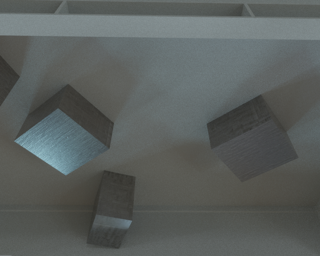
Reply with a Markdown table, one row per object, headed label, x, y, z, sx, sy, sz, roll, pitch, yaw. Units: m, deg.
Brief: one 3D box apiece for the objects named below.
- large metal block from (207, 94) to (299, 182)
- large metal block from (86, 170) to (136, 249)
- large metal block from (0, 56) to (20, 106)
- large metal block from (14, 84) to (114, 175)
| label | x | y | z | sx | sy | sz | roll | pitch | yaw |
| --- | --- | --- | --- | --- | --- | --- | --- | --- | --- |
| large metal block | 0.120 | 0.016 | 0.407 | 0.080 | 0.050 | 0.080 | -30 | 124 | 23 |
| large metal block | -0.075 | 0.126 | 0.479 | 0.050 | 0.080 | 0.079 | 14 | 129 | -12 |
| large metal block | -0.208 | -0.054 | 0.324 | 0.050 | 0.080 | 0.080 | -21 | 127 | 16 |
| large metal block | -0.119 | 0.005 | 0.395 | 0.080 | 0.050 | 0.080 | -31 | 124 | 23 |
